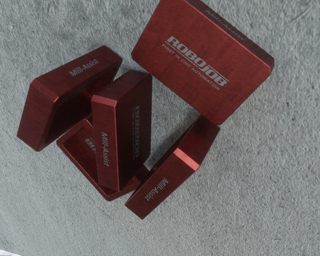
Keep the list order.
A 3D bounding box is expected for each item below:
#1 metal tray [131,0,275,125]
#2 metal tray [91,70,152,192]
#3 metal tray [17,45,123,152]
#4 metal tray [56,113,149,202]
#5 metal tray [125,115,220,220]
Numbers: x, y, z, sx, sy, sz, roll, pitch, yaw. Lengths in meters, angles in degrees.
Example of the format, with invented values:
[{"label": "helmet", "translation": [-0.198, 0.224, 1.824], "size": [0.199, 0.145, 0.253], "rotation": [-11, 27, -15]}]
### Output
[{"label": "metal tray", "translation": [0.043, -0.075, 0.335], "size": [0.130, 0.030, 0.089], "rotation": [39, 129, 1]}, {"label": "metal tray", "translation": [-0.044, 0.003, 0.389], "size": [0.030, 0.090, 0.129], "rotation": [15, 125, 19]}, {"label": "metal tray", "translation": [-0.103, -0.039, 0.369], "size": [0.030, 0.131, 0.089], "rotation": [37, 129, 3]}, {"label": "metal tray", "translation": [-0.089, 0.046, 0.478], "size": [0.090, 0.030, 0.130], "rotation": [-32, 101, 38]}, {"label": "metal tray", "translation": [0.014, 0.049, 0.388], "size": [0.030, 0.090, 0.129], "rotation": [40, 129, 1]}]
